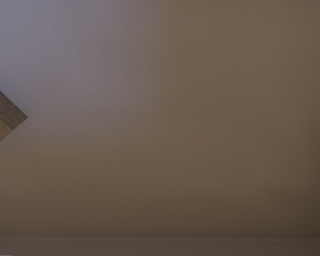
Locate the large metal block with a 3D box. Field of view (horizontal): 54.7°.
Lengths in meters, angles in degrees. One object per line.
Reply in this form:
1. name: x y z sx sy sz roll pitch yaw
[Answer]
1. large metal block: -0.234 -0.011 0.391 0.080 0.050 0.080 -38 106 12
